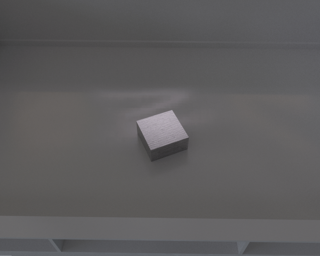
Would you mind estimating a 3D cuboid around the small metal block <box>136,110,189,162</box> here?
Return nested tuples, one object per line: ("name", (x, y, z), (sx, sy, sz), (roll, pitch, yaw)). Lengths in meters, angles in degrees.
("small metal block", (0.003, 0.009, 0.398), (0.050, 0.025, 0.050), (-18, 52, -15))
